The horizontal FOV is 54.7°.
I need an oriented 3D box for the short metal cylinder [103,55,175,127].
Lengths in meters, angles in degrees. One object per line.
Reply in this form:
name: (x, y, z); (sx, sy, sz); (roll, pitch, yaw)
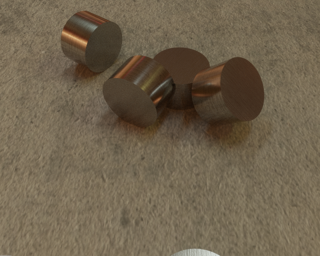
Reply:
short metal cylinder: (-0.027, -0.048, 0.407); (0.080, 0.080, 0.050); (22, 54, 17)

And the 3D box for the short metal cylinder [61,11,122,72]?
short metal cylinder: (-0.104, -0.133, 0.478); (0.050, 0.080, 0.080); (30, 56, 22)

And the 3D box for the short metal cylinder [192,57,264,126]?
short metal cylinder: (0.088, -0.045, 0.399); (0.080, 0.080, 0.050); (-45, 19, -31)

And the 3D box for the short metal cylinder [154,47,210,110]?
short metal cylinder: (0.029, -0.072, 0.448); (0.081, 0.050, 0.080); (0, 50, 0)

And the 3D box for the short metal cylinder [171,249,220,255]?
short metal cylinder: (0.030, 0.151, 0.261); (0.081, 0.050, 0.080); (0, 50, 0)
